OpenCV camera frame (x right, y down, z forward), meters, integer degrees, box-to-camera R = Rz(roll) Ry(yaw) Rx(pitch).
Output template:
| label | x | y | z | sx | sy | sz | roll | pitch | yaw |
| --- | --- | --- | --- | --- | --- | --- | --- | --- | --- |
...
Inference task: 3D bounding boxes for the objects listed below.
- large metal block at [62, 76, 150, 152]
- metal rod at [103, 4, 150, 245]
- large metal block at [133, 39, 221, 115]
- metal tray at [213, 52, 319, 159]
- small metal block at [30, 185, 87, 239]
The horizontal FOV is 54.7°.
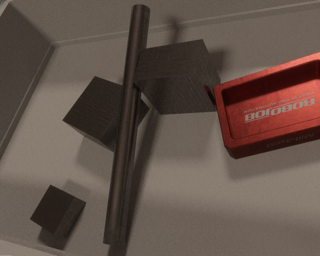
| label | x | y | z | sx | sy | sz | roll | pitch | yaw |
| --- | --- | --- | --- | --- | --- | --- | --- | --- | --- |
| large metal block | -0.076 | -0.019 | 0.439 | 0.080 | 0.050 | 0.080 | 23 | 74 | 36 |
| metal rod | -0.039 | -0.014 | 0.384 | 0.025 | 0.025 | 0.299 | -1 | 76 | 27 |
| large metal block | 0.025 | -0.060 | 0.393 | 0.080 | 0.080 | 0.050 | -2 | 61 | 27 |
| metal tray | 0.132 | -0.024 | 0.347 | 0.130 | 0.030 | 0.090 | -16 | 55 | 18 |
| small metal block | -0.134 | 0.109 | 0.407 | 0.050 | 0.025 | 0.050 | 15 | 69 | 33 |
